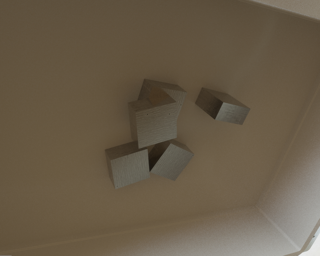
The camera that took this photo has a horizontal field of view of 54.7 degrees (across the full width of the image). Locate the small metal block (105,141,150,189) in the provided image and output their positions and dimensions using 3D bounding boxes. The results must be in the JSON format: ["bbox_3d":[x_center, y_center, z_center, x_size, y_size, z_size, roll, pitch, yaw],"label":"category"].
[{"bbox_3d":[-0.043,0.048,0.417,0.050,0.025,0.050,-16,125,-20],"label":"small metal block"}]

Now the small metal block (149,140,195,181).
[{"bbox_3d":[0.013,0.043,0.444,0.050,0.025,0.050,27,104,-38],"label":"small metal block"}]

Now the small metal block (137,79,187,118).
[{"bbox_3d":[0.000,-0.031,0.391,0.050,0.025,0.050,6,116,-31],"label":"small metal block"}]

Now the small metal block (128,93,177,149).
[{"bbox_3d":[-0.008,-0.009,0.368,0.050,0.025,0.050,-15,125,-20],"label":"small metal block"}]

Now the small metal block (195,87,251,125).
[{"bbox_3d":[0.085,-0.030,0.422,0.050,0.050,0.025,9,114,-33],"label":"small metal block"}]
